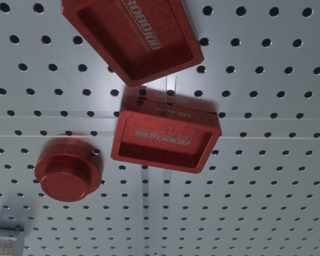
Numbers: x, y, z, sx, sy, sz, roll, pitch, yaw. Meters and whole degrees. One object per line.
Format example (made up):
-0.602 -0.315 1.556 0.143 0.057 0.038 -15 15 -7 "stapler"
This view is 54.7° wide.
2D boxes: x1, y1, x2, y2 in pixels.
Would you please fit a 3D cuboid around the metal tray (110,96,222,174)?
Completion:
0.006 0.013 0.419 0.131 0.030 0.089 11 129 -10 "metal tray"

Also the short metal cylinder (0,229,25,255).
-0.287 0.228 0.567 0.050 0.080 0.079 8 130 -7 "short metal cylinder"

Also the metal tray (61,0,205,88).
-0.018 -0.095 0.294 0.090 0.030 0.130 -18 152 14 "metal tray"

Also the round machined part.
-0.137 0.074 0.462 0.099 0.042 0.097 0 130 0 "round machined part"
